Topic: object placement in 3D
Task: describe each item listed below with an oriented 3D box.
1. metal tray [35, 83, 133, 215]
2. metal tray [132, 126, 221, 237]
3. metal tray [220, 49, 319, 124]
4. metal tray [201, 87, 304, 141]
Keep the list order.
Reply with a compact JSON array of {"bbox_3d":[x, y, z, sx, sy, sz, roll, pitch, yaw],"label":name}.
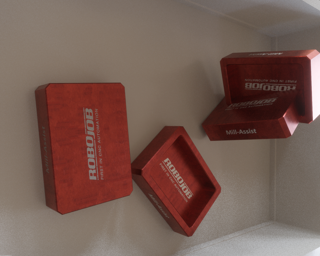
[{"bbox_3d":[-0.079,0.017,0.337,0.091,0.030,0.129,-7,95,-40],"label":"metal tray"},{"bbox_3d":[0.025,0.072,0.424,0.090,0.030,0.130,-48,119,-29],"label":"metal tray"},{"bbox_3d":[0.152,-0.060,0.435,0.030,0.130,0.089,-31,118,-36],"label":"metal tray"},{"bbox_3d":[0.136,-0.022,0.447,0.090,0.130,0.030,-46,116,-34],"label":"metal tray"}]
